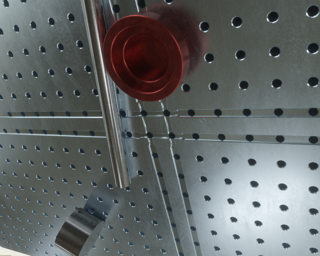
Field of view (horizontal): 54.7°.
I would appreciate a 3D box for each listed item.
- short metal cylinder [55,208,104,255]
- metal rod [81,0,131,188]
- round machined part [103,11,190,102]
[{"bbox_3d":[-0.148,0.196,0.575,0.050,0.080,0.079,28,128,11],"label":"short metal cylinder"},{"bbox_3d":[-0.070,-0.041,0.422,0.025,0.025,0.298,9,123,23],"label":"metal rod"},{"bbox_3d":[-0.012,-0.083,0.355,0.098,0.042,0.097,13,124,21],"label":"round machined part"}]
